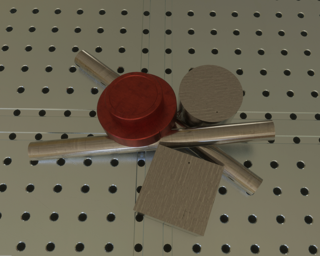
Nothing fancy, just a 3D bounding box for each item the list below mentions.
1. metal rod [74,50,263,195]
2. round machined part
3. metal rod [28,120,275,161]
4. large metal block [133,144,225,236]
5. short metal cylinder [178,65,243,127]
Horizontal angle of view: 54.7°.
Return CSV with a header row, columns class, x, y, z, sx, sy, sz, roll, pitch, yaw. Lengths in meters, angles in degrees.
class,x,y,z,sx,sy,sz,roll,pitch,yaw
metal rod,0.003,-0.014,0.417,0.300,0.025,0.025,37,74,12
round machined part,-0.029,-0.029,0.377,0.099,0.042,0.098,-2,61,5
metal rod,-0.014,0.016,0.386,0.302,0.025,0.025,-5,70,5
large metal block,0.022,0.075,0.369,0.080,0.050,0.080,19,71,6
short metal cylinder,0.064,-0.036,0.411,0.081,0.050,0.080,0,70,0
